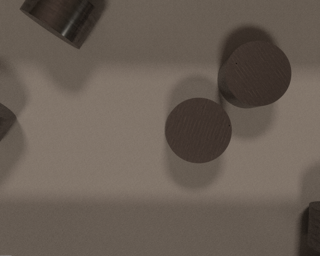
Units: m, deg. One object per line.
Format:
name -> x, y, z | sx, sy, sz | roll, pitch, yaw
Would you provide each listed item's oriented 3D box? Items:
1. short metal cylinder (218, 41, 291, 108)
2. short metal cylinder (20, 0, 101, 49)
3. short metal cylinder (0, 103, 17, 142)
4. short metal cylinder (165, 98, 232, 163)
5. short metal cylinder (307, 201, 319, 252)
short metal cylinder -> 0.119, -0.066, 0.401 | 0.081, 0.050, 0.079 | 0, 90, -1
short metal cylinder -> -0.121, -0.142, 0.382 | 0.080, 0.080, 0.050 | 32, 90, -1
short metal cylinder -> -0.229, -0.012, 0.381 | 0.080, 0.080, 0.050 | 35, 90, -1
short metal cylinder -> 0.047, 0.003, 0.400 | 0.081, 0.050, 0.079 | 0, 90, -1
short metal cylinder -> 0.229, 0.126, 0.387 | 0.081, 0.080, 0.050 | 4, 90, -1
